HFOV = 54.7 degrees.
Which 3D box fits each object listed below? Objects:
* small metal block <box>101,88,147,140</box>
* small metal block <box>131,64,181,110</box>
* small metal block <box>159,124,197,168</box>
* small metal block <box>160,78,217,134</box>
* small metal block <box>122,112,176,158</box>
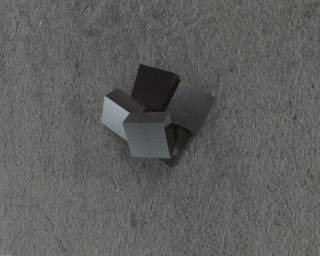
[{"bbox_3d":[-0.049,-0.017,0.414,0.050,0.025,0.050,35,137,15],"label":"small metal block"},{"bbox_3d":[-0.006,-0.053,0.412,0.050,0.025,0.050,18,96,18],"label":"small metal block"},{"bbox_3d":[0.011,0.016,0.406,0.050,0.025,0.050,34,101,16],"label":"small metal block"},{"bbox_3d":[0.034,-0.028,0.386,0.050,0.025,0.050,24,99,-16],"label":"small metal block"},{"bbox_3d":[-0.012,0.008,0.375,0.050,0.025,0.050,0,123,19],"label":"small metal block"}]
